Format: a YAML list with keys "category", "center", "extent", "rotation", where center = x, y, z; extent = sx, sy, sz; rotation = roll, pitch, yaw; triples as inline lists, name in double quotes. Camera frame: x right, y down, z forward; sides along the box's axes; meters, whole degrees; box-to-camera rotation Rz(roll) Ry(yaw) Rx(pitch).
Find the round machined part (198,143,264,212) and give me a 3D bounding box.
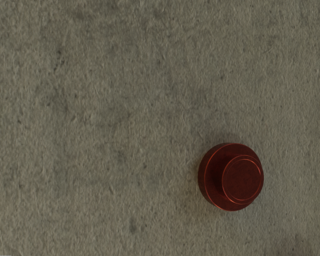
- category: "round machined part"
  center: [0.107, 0.071, 0.441]
  extent: [0.099, 0.042, 0.097]
  rotation: [0, 90, -21]
